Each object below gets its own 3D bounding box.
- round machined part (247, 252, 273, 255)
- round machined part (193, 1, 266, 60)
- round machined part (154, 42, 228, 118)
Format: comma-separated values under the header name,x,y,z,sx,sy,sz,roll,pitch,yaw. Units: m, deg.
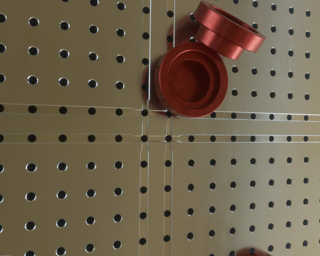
name,x,y,z,sx,sy,sz,roll,pitch,yaw
round machined part,0.156,0.241,0.461,0.099,0.042,0.097,0,90,-20
round machined part,0.087,-0.127,0.416,0.099,0.098,0.042,20,119,-19
round machined part,0.038,-0.062,0.417,0.099,0.042,0.097,0,90,-20
